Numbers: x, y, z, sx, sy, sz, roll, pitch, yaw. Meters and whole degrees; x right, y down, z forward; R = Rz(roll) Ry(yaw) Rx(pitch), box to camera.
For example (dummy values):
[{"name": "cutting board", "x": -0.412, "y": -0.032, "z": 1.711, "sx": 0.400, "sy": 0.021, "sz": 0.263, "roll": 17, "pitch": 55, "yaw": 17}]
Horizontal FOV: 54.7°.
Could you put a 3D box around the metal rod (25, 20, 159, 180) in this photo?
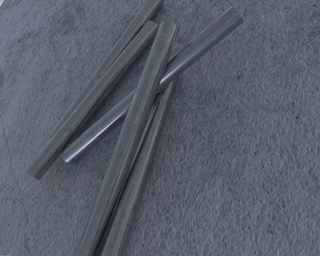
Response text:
[{"name": "metal rod", "x": -0.096, "y": -0.051, "z": 0.476, "sx": 0.025, "sy": 0.025, "sz": 0.300, "roll": 25, "pitch": 72, "yaw": 37}]

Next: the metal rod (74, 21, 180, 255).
[{"name": "metal rod", "x": -0.037, "y": 0.012, "z": 0.373, "sx": 0.025, "sy": 0.025, "sz": 0.299, "roll": 16, "pitch": 83, "yaw": 34}]

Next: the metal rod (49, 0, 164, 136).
[{"name": "metal rod", "x": -0.081, "y": -0.106, "z": 0.511, "sx": 0.025, "sy": 0.025, "sz": 0.300, "roll": 23, "pitch": 74, "yaw": 36}]

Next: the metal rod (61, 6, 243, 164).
[{"name": "metal rod", "x": -0.020, "y": -0.048, "z": 0.413, "sx": 0.300, "sy": 0.025, "sz": 0.025, "roll": -39, "pitch": 51, "yaw": 14}]

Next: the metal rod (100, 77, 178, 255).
[{"name": "metal rod", "x": -0.023, "y": 0.044, "z": 0.388, "sx": 0.025, "sy": 0.025, "sz": 0.300, "roll": 3, "pitch": 63, "yaw": 30}]
